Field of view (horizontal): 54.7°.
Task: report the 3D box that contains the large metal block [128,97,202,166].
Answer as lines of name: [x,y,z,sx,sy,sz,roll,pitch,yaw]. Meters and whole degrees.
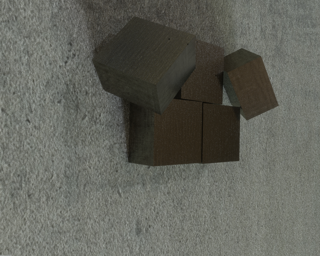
large metal block: [0.008,0.005,0.398,0.081,0.050,0.079,2,89,-40]

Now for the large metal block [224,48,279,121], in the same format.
large metal block: [0.129,-0.069,0.473,0.050,0.080,0.080,-26,112,6]

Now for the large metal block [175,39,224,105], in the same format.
large metal block: [0.042,-0.075,0.428,0.081,0.050,0.080,4,88,-40]

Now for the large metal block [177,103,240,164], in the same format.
large metal block: [0.071,0.008,0.449,0.081,0.050,0.079,2,89,-40]

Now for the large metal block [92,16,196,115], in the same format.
large metal block: [-0.014,-0.072,0.351,0.080,0.080,0.050,-55,157,-26]
